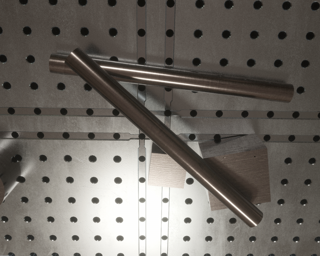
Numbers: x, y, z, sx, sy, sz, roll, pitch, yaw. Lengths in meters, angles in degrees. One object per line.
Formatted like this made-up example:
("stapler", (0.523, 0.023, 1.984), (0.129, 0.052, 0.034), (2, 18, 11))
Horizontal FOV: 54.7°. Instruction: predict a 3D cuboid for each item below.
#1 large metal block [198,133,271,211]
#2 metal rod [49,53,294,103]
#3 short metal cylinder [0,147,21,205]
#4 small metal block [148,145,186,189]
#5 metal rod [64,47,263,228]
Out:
("large metal block", (0.101, 0.059, 0.424), (0.080, 0.050, 0.079), (-10, 110, 3))
("metal rod", (0.017, -0.062, 0.390), (0.302, 0.025, 0.025), (7, 110, -3))
("short metal cylinder", (-0.241, 0.069, 0.422), (0.081, 0.050, 0.079), (0, 110, -1))
("small metal block", (0.011, 0.055, 0.434), (0.050, 0.025, 0.050), (6, 110, -3))
("metal rod", (0.010, 0.016, 0.374), (0.300, 0.025, 0.025), (42, 105, -7))
